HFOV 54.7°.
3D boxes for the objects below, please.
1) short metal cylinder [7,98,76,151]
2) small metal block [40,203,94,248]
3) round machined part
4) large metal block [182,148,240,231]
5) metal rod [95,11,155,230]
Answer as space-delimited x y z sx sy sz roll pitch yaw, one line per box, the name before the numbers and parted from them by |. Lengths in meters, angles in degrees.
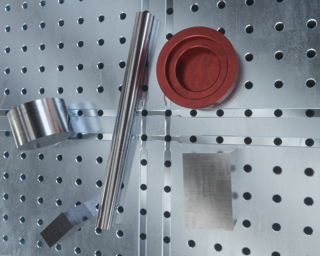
short metal cylinder | -0.168 -0.005 0.441 0.080 0.080 0.050 -22 83 18
small metal block | -0.133 0.139 0.445 0.050 0.050 0.025 -44 77 14
round machined part | 0.048 -0.072 0.386 0.098 0.042 0.097 0 90 19
large metal block | 0.063 0.066 0.361 0.050 0.080 0.079 -2 89 20
metal rod | -0.049 -0.007 0.428 0.025 0.025 0.298 13 94 19
